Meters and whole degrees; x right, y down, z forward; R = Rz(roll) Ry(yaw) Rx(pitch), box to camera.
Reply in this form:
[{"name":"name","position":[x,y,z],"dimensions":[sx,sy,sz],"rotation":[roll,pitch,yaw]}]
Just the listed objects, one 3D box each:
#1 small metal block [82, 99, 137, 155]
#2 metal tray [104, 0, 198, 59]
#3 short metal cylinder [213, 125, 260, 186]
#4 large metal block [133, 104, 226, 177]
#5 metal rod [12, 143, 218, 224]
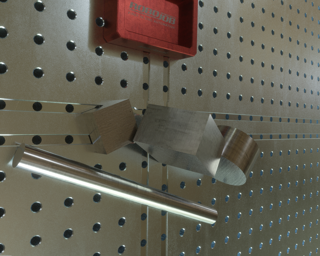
[{"name":"small metal block","position":[-0.056,-0.003,0.364],"dimensions":[0.050,0.025,0.050],"rotation":[-26,107,-37]},{"name":"metal tray","position":[-0.007,-0.146,0.401],"dimensions":[0.131,0.030,0.089],"rotation":[2,89,-40]},{"name":"short metal cylinder","position":[0.099,0.041,0.460],"dimensions":[0.080,0.080,0.050],"rotation":[50,60,-29]},{"name":"large metal block","position":[0.027,0.016,0.382],"dimensions":[0.080,0.080,0.050],"rotation":[47,59,-55]},{"name":"metal rod","position":[-0.028,0.081,0.387],"dimensions":[0.301,0.025,0.025],"rotation":[27,73,-37]}]
